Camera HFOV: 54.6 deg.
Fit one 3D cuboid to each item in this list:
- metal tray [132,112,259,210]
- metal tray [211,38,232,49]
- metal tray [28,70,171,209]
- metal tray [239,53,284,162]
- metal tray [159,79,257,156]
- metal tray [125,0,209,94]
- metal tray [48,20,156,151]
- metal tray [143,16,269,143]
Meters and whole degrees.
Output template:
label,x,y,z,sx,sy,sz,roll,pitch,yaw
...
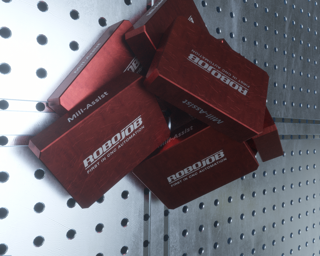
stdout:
label,x,y,z,sx,sy,sz,roll,pitch,yaw
metal tray,0.043,0.041,0.383,0.090,0.130,0.030,51,18,-29
metal tray,0.094,-0.063,0.454,0.131,0.030,0.090,19,77,-59
metal tray,-0.056,0.011,0.329,0.131,0.030,0.090,-40,131,-20
metal tray,0.126,-0.028,0.428,0.090,0.030,0.130,46,25,-53
metal tray,0.068,-0.008,0.424,0.130,0.090,0.030,51,60,-27
metal tray,0.018,-0.114,0.395,0.090,0.030,0.130,56,44,-27
metal tray,-0.052,-0.049,0.360,0.090,0.030,0.130,46,62,-30
metal tray,0.056,-0.052,0.337,0.131,0.030,0.090,28,57,-16
